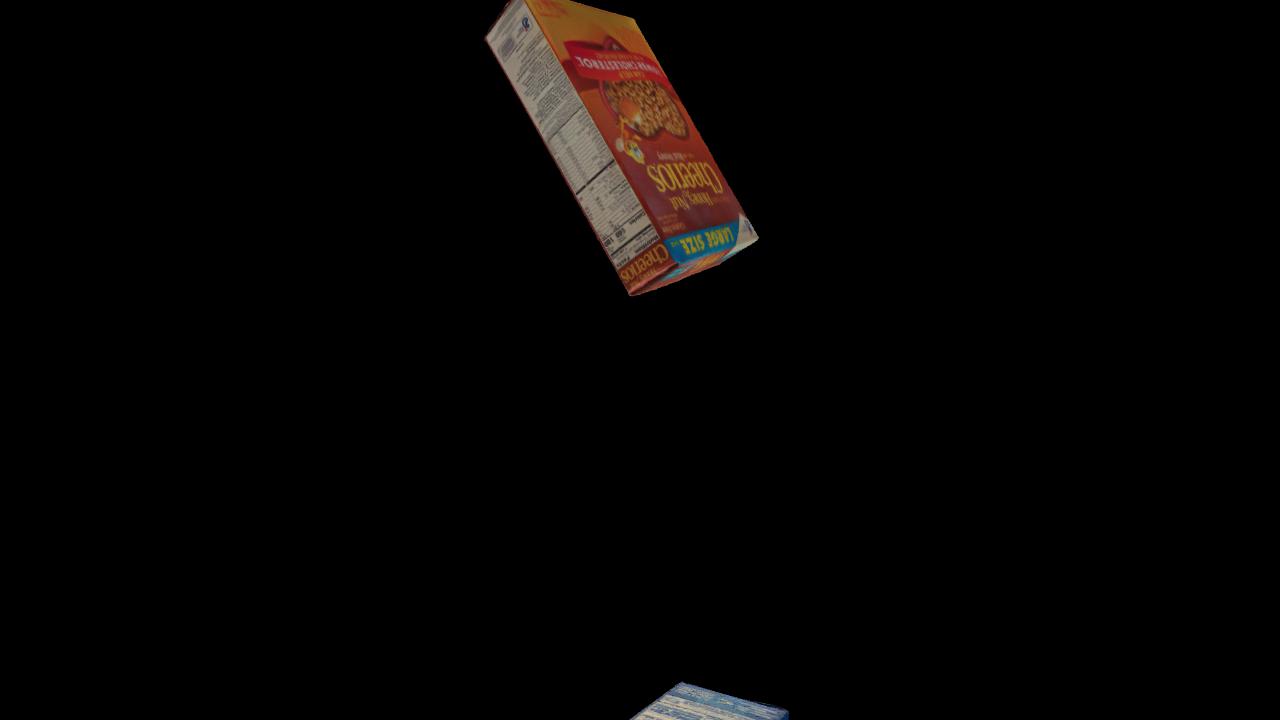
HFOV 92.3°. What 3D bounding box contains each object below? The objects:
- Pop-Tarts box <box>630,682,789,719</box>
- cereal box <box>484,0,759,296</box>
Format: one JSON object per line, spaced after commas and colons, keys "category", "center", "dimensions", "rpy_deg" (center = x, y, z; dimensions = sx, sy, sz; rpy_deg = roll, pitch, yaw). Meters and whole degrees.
{"category": "Pop-Tarts box", "center": [0.027, 0.299, 0.355], "dimensions": [0.083, 0.167, 0.141], "rpy_deg": [5, -12, 24]}
{"category": "cereal box", "center": [-0.006, -0.231, 0.665], "dimensions": [0.081, 0.306, 0.203], "rpy_deg": [-31, -3, 37]}
